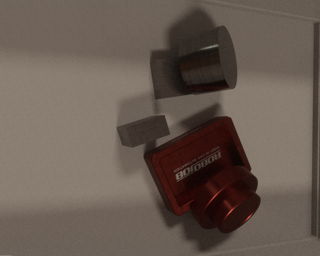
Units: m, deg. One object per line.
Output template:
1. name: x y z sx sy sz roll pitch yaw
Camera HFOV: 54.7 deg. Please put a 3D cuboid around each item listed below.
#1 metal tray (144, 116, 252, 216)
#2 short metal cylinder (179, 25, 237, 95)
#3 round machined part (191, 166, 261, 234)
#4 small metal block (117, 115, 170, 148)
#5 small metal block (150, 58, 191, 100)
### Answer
1. metal tray: 0.054 0.049 0.429 0.131 0.030 0.090 -26 99 -19
2. short metal cylinder: 0.064 -0.086 0.401 0.080 0.050 0.080 22 65 -59
3. round machined part: 0.094 0.101 0.411 0.099 0.042 0.097 -22 136 -23
4. small metal block: -0.022 0.003 0.390 0.050 0.050 0.025 -19 97 -19
5. small metal block: 0.018 -0.067 0.418 0.050 0.025 0.050 -10 94 -20
